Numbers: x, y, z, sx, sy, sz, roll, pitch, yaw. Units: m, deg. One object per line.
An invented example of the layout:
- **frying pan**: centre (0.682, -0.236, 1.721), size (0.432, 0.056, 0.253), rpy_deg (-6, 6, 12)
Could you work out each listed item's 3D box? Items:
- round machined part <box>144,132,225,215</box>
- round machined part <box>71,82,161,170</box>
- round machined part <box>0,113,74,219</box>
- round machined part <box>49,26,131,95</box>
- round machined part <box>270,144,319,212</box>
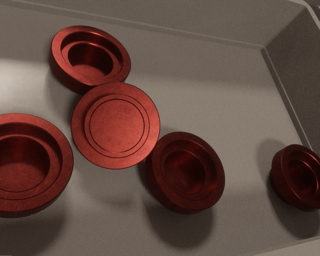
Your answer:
- **round machined part**: centre (0.026, 0.057, 0.376), size (0.099, 0.042, 0.098), rpy_deg (14, 56, -21)
- **round machined part**: centre (-0.048, -0.002, 0.342), size (0.099, 0.042, 0.097), rpy_deg (0, 91, -10)
- **round machined part**: centre (-0.137, 0.038, 0.298), size (0.099, 0.042, 0.098), rpy_deg (14, 56, -21)
- **round machined part**: centre (-0.090, -0.080, 0.394), size (0.099, 0.042, 0.098), rpy_deg (14, 54, -20)
- **round machined part**: centre (0.205, 0.077, 0.461), size (0.099, 0.042, 0.098), rpy_deg (14, 56, -21)
